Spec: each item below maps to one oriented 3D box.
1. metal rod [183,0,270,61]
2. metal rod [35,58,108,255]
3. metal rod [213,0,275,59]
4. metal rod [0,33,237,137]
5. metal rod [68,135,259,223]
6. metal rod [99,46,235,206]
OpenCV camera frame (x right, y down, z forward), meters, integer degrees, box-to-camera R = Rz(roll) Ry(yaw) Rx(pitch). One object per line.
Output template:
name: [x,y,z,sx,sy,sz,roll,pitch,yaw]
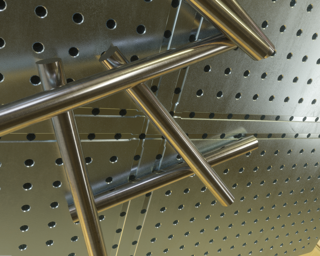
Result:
metal rod: [0.011,-0.152,0.305,0.301,0.025,0.025,27,104,-32]
metal rod: [-0.097,0.066,0.374,0.025,0.025,0.298,-16,118,-19]
metal rod: [0.041,-0.164,0.331,0.301,0.025,0.025,29,102,-38]
metal rod: [-0.031,-0.055,0.323,0.302,0.025,0.025,-25,128,-27]
metal rod: [0.017,0.069,0.462,0.302,0.025,0.025,-19,126,-18]
metal rod: [0.026,0.017,0.412,0.025,0.025,0.300,-41,123,-1]
